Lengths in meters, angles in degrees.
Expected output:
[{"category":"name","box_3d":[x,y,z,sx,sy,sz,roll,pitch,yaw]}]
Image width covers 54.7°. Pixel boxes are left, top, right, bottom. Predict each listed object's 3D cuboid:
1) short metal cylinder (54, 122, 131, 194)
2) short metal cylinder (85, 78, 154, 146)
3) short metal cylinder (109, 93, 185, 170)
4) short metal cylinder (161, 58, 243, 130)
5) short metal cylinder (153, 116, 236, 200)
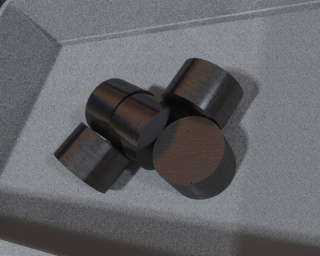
[{"category":"short metal cylinder","box_3d":[-0.083,0.037,0.388,0.080,0.080,0.050,33,80,38]},{"category":"short metal cylinder","box_3d":[-0.049,-0.019,0.404,0.050,0.080,0.080,29,77,37]},{"category":"short metal cylinder","box_3d":[-0.014,0.004,0.373,0.050,0.080,0.080,30,78,37]},{"category":"short metal cylinder","box_3d":[0.049,-0.036,0.364,0.080,0.080,0.050,26,76,36]},{"category":"short metal cylinder","box_3d":[0.039,0.034,0.345,0.080,0.050,0.080,-13,56,20]}]
